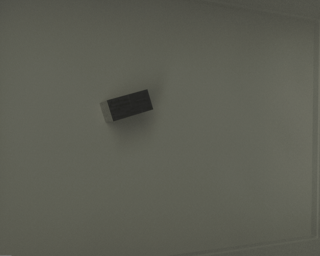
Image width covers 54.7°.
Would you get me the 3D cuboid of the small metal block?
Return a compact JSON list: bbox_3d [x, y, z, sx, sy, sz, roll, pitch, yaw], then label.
[{"bbox_3d":[-0.043,-0.027,0.382,0.050,0.050,0.025,-18,97,-19],"label":"small metal block"}]
